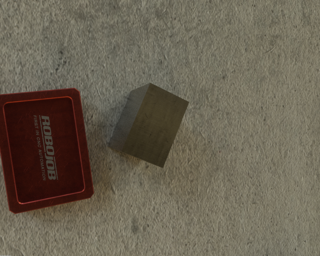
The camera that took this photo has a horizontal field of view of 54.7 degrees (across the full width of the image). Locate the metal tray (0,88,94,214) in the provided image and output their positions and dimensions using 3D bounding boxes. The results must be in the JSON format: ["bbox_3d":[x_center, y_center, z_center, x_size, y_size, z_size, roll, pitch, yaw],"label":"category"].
[{"bbox_3d":[-0.132,0.023,0.357,0.091,0.030,0.129,-8,93,-20],"label":"metal tray"}]

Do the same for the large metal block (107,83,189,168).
[{"bbox_3d":[-0.017,-0.003,0.373,0.050,0.080,0.080,25,82,-19],"label":"large metal block"}]
